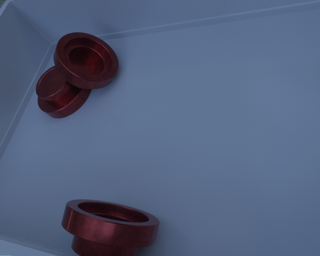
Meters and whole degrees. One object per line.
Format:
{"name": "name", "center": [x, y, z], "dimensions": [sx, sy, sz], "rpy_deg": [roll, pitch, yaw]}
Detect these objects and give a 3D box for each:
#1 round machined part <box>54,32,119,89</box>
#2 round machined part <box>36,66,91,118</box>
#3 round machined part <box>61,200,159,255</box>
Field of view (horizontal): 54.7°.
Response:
{"name": "round machined part", "center": [-0.120, -0.102, 0.494], "dimensions": [0.042, 0.099, 0.098], "rpy_deg": [-46, 38, 47]}
{"name": "round machined part", "center": [-0.168, -0.068, 0.522], "dimensions": [0.098, 0.042, 0.098], "rpy_deg": [-13, 56, 20]}
{"name": "round machined part", "center": [-0.053, 0.108, 0.322], "dimensions": [0.098, 0.098, 0.042], "rpy_deg": [9, 84, 32]}
